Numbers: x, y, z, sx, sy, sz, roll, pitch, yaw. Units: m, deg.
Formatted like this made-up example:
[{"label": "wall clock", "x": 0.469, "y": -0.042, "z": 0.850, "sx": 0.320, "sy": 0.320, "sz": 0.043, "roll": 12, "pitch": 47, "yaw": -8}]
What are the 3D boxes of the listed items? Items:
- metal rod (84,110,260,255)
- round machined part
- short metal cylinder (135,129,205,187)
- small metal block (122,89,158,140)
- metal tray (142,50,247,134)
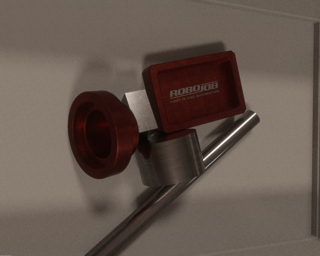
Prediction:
[{"label": "metal rod", "x": 0.027, "y": 0.075, "z": 0.421, "sx": 0.301, "sy": 0.025, "sz": 0.025, "roll": -39, "pitch": 103, "yaw": -16}, {"label": "round machined part", "x": -0.062, "y": 0.006, "z": 0.355, "sx": 0.042, "sy": 0.098, "sz": 0.097, "roll": -11, "pitch": 94, "yaw": -44}, {"label": "short metal cylinder", "x": 0.011, "y": 0.035, "z": 0.387, "sx": 0.081, "sy": 0.080, "sz": 0.050, "roll": -16, "pitch": 96, "yaw": -20}, {"label": "small metal block", "x": -0.029, "y": -0.013, "z": 0.380, "sx": 0.025, "sy": 0.050, "sz": 0.050, "roll": -14, "pitch": 77, "yaw": -21}, {"label": "metal tray", "x": 0.049, "y": -0.050, "z": 0.427, "sx": 0.131, "sy": 0.030, "sz": 0.089, "roll": -15, "pitch": 95, "yaw": -20}]
